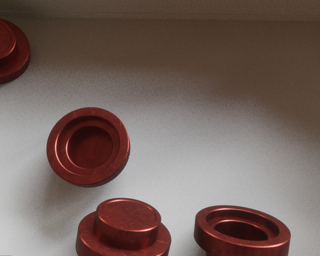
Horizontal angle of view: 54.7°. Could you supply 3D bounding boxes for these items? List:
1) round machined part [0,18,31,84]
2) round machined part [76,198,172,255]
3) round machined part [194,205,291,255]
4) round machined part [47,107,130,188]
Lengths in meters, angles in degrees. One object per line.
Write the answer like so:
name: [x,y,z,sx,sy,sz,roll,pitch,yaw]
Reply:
round machined part: [-0.233,-0.112,0.426,0.099,0.042,0.098,6,70,-16]
round machined part: [-0.036,0.108,0.328,0.098,0.098,0.042,12,102,4]
round machined part: [0.086,0.122,0.333,0.099,0.098,0.042,5,98,2]
round machined part: [-0.086,0.026,0.390,0.099,0.042,0.098,0,70,0]
